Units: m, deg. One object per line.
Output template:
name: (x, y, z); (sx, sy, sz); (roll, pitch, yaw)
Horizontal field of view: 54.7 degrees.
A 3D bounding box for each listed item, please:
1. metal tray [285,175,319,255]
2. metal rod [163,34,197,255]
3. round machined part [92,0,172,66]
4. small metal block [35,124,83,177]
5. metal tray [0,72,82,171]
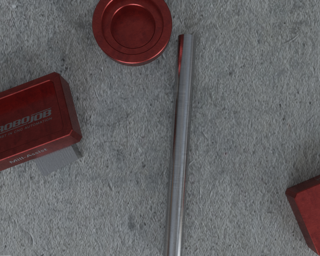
metal tray: (0.247, 0.101, 0.411); (0.131, 0.030, 0.090); (-23, 90, -1)
metal rod: (0.026, 0.028, 0.410); (0.025, 0.025, 0.298); (4, 90, -1)
round machined part: (-0.034, -0.128, 0.401); (0.099, 0.042, 0.097); (0, 90, -1)
small metal block: (-0.139, 0.029, 0.408); (0.050, 0.025, 0.050); (-27, 90, -1)
metal tray: (-0.172, -0.006, 0.387); (0.131, 0.030, 0.090); (-20, 69, 2)
